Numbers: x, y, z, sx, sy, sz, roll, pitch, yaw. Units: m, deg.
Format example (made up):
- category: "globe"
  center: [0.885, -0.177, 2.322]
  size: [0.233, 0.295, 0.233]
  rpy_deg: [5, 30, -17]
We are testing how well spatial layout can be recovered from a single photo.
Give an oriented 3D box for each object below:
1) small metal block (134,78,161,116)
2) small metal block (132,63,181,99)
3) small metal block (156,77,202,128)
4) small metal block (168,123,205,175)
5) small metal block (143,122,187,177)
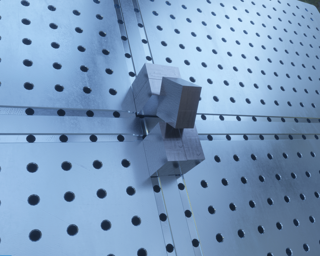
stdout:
- category: "small metal block"
  center: [0.000, -0.039, 0.417]
  size: [0.050, 0.050, 0.025]
  rpy_deg: [2, 61, -28]
- category: "small metal block"
  center: [-0.005, -0.062, 0.428]
  size: [0.050, 0.050, 0.025]
  rpy_deg: [2, 61, -28]
- category: "small metal block"
  center: [0.021, -0.031, 0.371]
  size: [0.025, 0.050, 0.050]
  rpy_deg: [0, 19, -28]
- category: "small metal block"
  center: [0.027, 0.026, 0.391]
  size: [0.025, 0.050, 0.050]
  rpy_deg: [1, 61, -28]
- category: "small metal block"
  center: [0.004, 0.027, 0.379]
  size: [0.025, 0.050, 0.050]
  rpy_deg: [1, 61, -28]
